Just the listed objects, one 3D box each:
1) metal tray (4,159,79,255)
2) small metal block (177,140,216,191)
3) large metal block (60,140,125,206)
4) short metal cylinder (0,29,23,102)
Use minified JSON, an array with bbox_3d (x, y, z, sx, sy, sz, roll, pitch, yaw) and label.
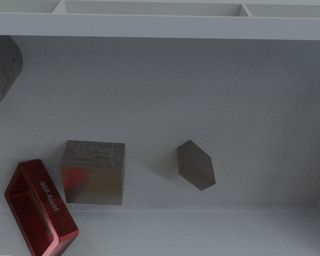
[{"bbox_3d":[-0.176,0.122,0.449,0.030,0.130,0.090,-10,147,-50],"label":"metal tray"},{"bbox_3d":[0.051,0.053,0.439,0.025,0.050,0.050,-35,122,25],"label":"small metal block"},{"bbox_3d":[-0.093,0.066,0.447,0.081,0.050,0.079,3,130,-4],"label":"large metal block"},{"bbox_3d":[-0.197,-0.068,0.332,0.081,0.050,0.079,0,130,0],"label":"short metal cylinder"}]
